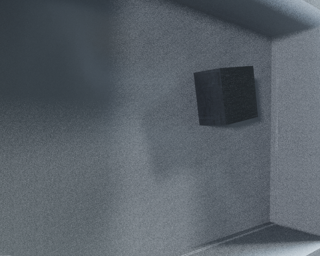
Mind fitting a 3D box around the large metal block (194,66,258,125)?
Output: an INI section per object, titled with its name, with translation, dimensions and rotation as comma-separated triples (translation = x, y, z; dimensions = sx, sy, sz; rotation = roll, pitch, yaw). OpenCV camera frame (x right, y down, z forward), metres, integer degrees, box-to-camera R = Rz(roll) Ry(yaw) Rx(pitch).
[large metal block]
translation = 0.102, -0.050, 0.474
dimensions = 0.081, 0.050, 0.080
rotation = -12, 98, -39
